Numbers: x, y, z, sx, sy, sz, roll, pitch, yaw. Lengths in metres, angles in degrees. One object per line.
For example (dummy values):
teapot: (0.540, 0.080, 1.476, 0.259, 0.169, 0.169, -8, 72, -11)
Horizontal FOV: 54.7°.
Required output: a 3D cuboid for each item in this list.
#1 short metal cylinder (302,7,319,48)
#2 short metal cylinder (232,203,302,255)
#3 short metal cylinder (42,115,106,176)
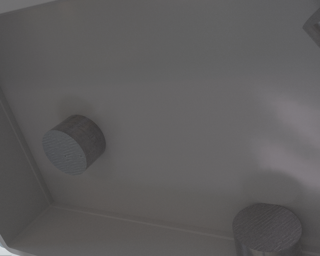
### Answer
short metal cylinder: (0.160, -0.086, 0.235, 0.050, 0.080, 0.080, 47, 129, -5)
short metal cylinder: (0.135, 0.141, 0.389, 0.080, 0.080, 0.050, 1, 119, 28)
short metal cylinder: (-0.132, 0.026, 0.478, 0.080, 0.050, 0.079, 13, 124, 21)
